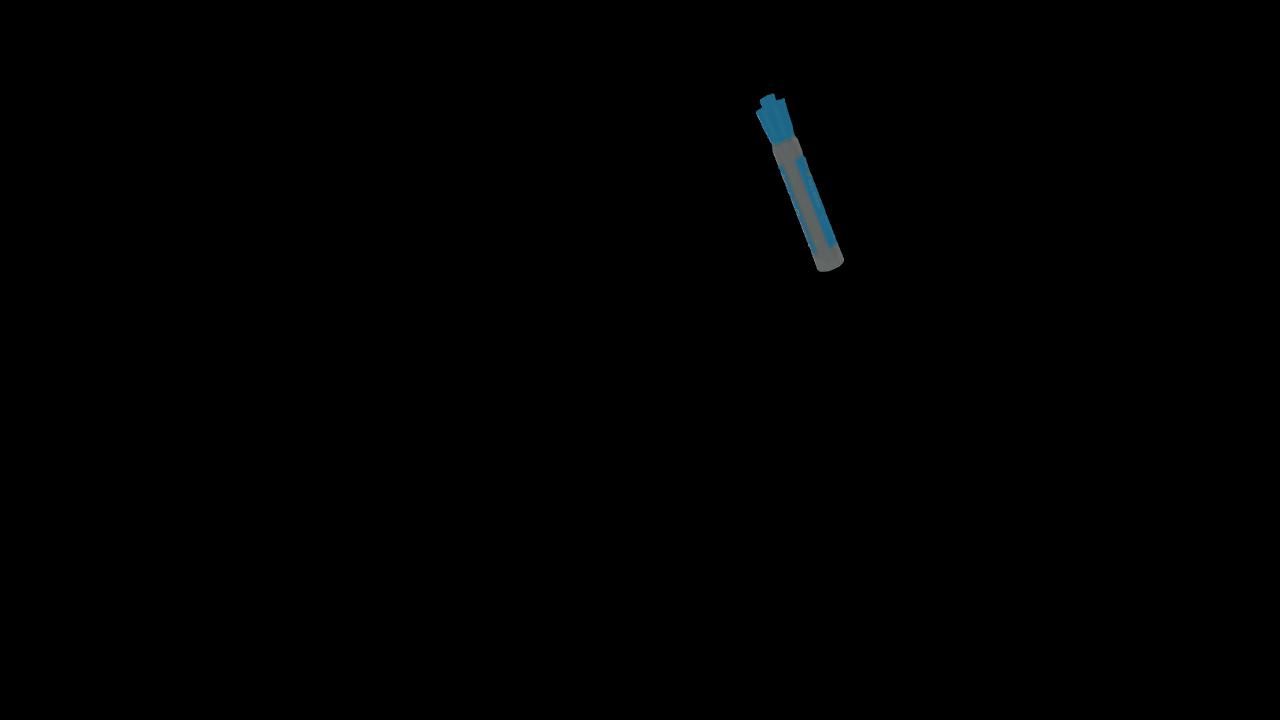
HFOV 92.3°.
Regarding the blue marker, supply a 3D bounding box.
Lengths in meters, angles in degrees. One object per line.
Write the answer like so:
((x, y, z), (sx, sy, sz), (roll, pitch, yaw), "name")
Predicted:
((0.105, -0.114, 0.403), (0.020, 0.121, 0.020), (-24, 23, 11), "blue marker")
